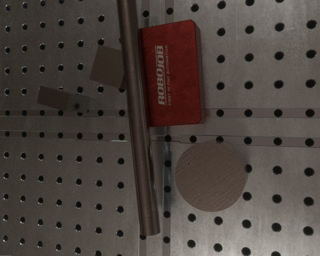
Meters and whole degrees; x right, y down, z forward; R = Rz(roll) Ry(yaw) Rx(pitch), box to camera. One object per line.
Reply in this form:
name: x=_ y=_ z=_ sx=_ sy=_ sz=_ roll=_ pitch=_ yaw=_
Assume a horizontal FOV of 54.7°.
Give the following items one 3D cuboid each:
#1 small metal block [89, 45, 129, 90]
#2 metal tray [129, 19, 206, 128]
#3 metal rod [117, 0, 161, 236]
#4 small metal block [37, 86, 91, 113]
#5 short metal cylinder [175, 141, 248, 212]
small metal block: x=-0.065 y=-0.084 z=0.434 sx=0.050 sy=0.025 sz=0.050 roll=19 pitch=96 yaw=19
metal tray: x=0.009 y=-0.067 z=0.406 sx=0.090 sy=0.030 sz=0.129 roll=-4 pitch=89 yaw=19
metal rod: x=-0.027 y=-0.019 z=0.388 sx=0.025 sy=0.025 sz=0.298 roll=-7 pitch=88 yaw=19
small metal block: x=-0.138 y=-0.041 z=0.446 sx=0.050 sy=0.050 sz=0.025 roll=16 pitch=95 yaw=19
short metal cylinder: x=0.064 y=0.056 z=0.376 sx=0.080 sy=0.050 sz=0.079 roll=0 pitch=90 yaw=19
